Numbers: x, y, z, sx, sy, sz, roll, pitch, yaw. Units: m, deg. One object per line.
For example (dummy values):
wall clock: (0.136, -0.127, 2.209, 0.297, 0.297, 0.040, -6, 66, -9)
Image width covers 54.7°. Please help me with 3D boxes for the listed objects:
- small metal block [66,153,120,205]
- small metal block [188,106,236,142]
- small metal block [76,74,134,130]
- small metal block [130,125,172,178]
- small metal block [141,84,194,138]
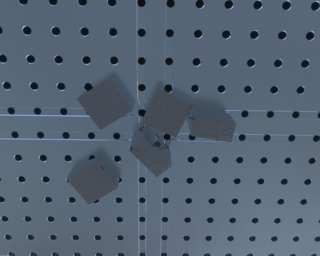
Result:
small metal block: (-0.094, 0.072, 0.439, 0.050, 0.025, 0.050, -31, 108, 10)
small metal block: (0.065, -0.006, 0.399, 0.050, 0.050, 0.025, 9, 110, -4)
small metal block: (-0.069, -0.033, 0.400, 0.050, 0.025, 0.050, -31, 108, 10)
small metal block: (-0.011, 0.030, 0.411, 0.025, 0.050, 0.050, -40, 106, 13)
small metal block: (0.009, -0.023, 0.405, 0.050, 0.025, 0.050, 24, 108, -9)
